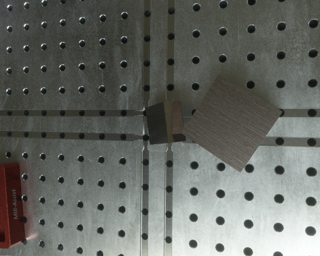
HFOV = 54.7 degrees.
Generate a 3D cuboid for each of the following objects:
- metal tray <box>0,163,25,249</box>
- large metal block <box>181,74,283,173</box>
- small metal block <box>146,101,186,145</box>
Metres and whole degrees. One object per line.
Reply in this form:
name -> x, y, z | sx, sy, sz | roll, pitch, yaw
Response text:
metal tray -> -0.272, 0.125, 0.505 | 0.090, 0.030, 0.129 | -6, 88, 19
large metal block -> 0.086, -0.006, 0.369 | 0.080, 0.050, 0.080 | 34, 101, 16
small metal block -> 0.006, -0.006, 0.396 | 0.050, 0.025, 0.050 | -11, 85, 61
